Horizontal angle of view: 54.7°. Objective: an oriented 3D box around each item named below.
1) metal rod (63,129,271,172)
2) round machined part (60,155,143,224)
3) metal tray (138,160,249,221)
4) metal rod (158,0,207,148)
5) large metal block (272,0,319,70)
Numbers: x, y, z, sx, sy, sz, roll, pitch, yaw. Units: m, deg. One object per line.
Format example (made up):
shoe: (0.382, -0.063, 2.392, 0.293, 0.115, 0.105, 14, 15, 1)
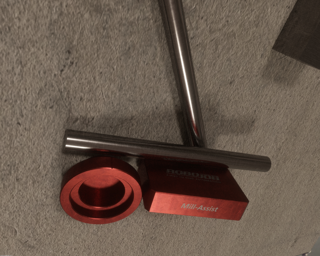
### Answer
metal rod: (0.027, 0.035, 0.419, 0.302, 0.025, 0.025, 9, 114, -24)
round machined part: (-0.073, 0.073, 0.392, 0.099, 0.042, 0.097, -6, 125, -8)
metal tray: (0.041, 0.077, 0.415, 0.131, 0.090, 0.030, 10, 114, -16)
metal rod: (0.032, -0.061, 0.387, 0.025, 0.025, 0.298, -26, 128, -13)
large metal block: (0.219, -0.130, 0.433, 0.081, 0.050, 0.079, 10, 113, -33)
